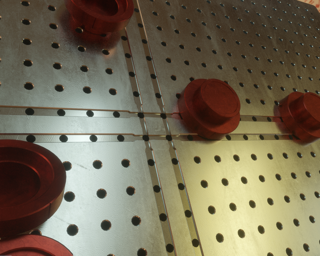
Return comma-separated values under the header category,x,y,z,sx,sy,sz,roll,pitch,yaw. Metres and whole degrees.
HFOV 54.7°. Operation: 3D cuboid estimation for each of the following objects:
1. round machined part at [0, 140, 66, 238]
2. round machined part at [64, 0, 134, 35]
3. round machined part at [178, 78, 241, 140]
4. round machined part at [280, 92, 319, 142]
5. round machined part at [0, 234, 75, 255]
category,x,y,z,sx,sy,sz,roll,pitch,yaw
round machined part,-0.137,0.056,0.274,0.099,0.042,0.098,14,31,-8
round machined part,-0.092,-0.178,0.458,0.099,0.042,0.098,14,56,-21
round machined part,0.080,-0.035,0.464,0.099,0.042,0.098,14,56,-21
round machined part,0.271,-0.026,0.563,0.099,0.042,0.098,14,56,-21
round machined part,-0.114,0.140,0.251,0.099,0.042,0.098,14,56,-21
